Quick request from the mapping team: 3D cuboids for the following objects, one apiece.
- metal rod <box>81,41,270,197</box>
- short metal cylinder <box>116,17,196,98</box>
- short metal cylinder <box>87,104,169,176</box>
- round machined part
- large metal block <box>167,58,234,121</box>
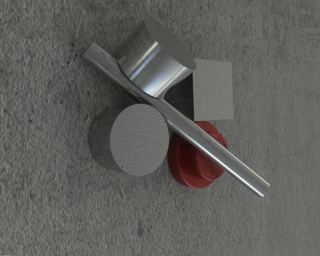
[{"bbox_3d":[0.033,0.000,0.389,0.301,0.025,0.025,38,66,-19],"label":"metal rod"},{"bbox_3d":[-0.004,-0.081,0.362,0.080,0.050,0.080,36,29,-23],"label":"short metal cylinder"},{"bbox_3d":[-0.036,0.013,0.361,0.081,0.050,0.080,0,90,-40],"label":"short metal cylinder"},{"bbox_3d":[0.061,0.039,0.445,0.099,0.042,0.097,0,90,-40],"label":"round machined part"},{"bbox_3d":[0.057,-0.051,0.434,0.081,0.050,0.079,-4,93,-40],"label":"large metal block"}]
